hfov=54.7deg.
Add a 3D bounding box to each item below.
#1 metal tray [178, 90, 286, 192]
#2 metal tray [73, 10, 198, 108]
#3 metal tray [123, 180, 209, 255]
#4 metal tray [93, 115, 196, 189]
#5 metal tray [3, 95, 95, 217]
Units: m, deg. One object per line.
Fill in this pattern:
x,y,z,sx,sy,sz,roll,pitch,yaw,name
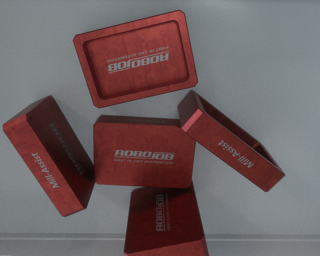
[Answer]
0.083,0.013,0.380,0.130,0.090,0.030,36,107,-13,metal tray
-0.027,-0.083,0.376,0.131,0.030,0.089,-13,110,4,metal tray
0.006,0.118,0.396,0.090,0.130,0.030,-12,110,3,metal tray
-0.021,0.033,0.417,0.131,0.030,0.089,3,110,-2,metal tray
-0.128,0.032,0.384,0.030,0.090,0.129,-24,109,7,metal tray
